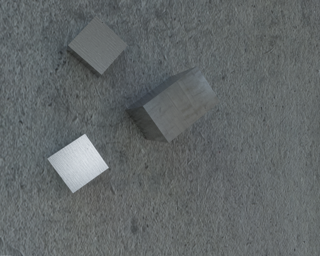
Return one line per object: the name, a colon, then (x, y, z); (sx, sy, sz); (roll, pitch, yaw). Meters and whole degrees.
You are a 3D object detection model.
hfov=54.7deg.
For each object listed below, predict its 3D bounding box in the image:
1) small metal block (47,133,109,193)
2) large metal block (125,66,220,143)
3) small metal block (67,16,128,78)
small metal block: (-0.099, 0.041, 0.373); (0.050, 0.025, 0.050); (-36, 102, -17)
large metal block: (0.012, -0.027, 0.385); (0.080, 0.080, 0.050); (-38, 103, -16)
small metal block: (-0.077, -0.099, 0.381); (0.050, 0.025, 0.050); (42, 77, -16)
